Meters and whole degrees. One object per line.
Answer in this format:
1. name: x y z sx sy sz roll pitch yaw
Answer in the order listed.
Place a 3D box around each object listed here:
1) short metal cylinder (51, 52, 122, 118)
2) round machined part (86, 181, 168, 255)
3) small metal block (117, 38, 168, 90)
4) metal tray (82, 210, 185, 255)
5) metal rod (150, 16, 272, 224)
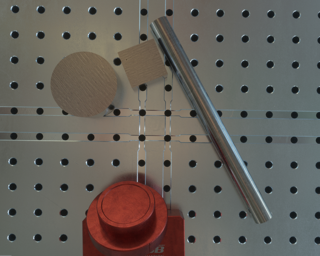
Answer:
1. short metal cylinder: -0.092 -0.053 0.400 0.081 0.050 0.079 0 90 -1
2. round machined part: -0.040 0.103 0.375 0.099 0.098 0.042 -1 130 -1
3. small metal block: -0.022 -0.084 0.413 0.050 0.025 0.050 -22 90 -1
4. metal tray: -0.033 0.158 0.411 0.131 0.030 0.089 -1 90 -1
5. metal rod: 0.068 -0.010 0.414 0.025 0.025 0.299 -28 90 0
